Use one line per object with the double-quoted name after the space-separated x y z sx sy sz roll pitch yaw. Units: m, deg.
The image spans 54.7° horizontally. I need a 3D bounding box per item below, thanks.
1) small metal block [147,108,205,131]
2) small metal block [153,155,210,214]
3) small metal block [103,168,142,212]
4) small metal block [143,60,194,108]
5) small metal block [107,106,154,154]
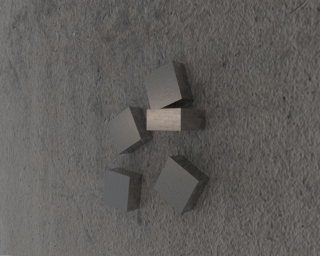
0.020 -0.010 0.373 0.050 0.050 0.025 1 91 40 "small metal block"
0.026 0.069 0.384 0.050 0.025 0.050 38 113 33 "small metal block"
-0.054 0.088 0.450 0.050 0.025 0.050 9 96 39 "small metal block"
0.010 -0.051 0.397 0.050 0.025 0.050 -22 76 38 "small metal block"
-0.043 0.004 0.440 0.050 0.025 0.050 -34 69 35 "small metal block"
